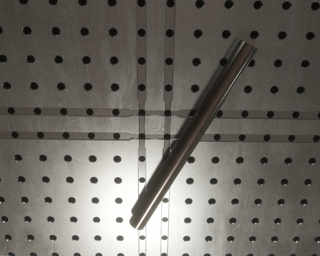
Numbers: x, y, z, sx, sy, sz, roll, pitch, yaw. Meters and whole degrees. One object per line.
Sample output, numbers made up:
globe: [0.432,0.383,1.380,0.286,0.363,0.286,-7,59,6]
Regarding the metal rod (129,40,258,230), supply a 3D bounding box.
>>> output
metal rod: [0.037,0.021,0.421,0.025,0.025,0.298,27,108,-10]
